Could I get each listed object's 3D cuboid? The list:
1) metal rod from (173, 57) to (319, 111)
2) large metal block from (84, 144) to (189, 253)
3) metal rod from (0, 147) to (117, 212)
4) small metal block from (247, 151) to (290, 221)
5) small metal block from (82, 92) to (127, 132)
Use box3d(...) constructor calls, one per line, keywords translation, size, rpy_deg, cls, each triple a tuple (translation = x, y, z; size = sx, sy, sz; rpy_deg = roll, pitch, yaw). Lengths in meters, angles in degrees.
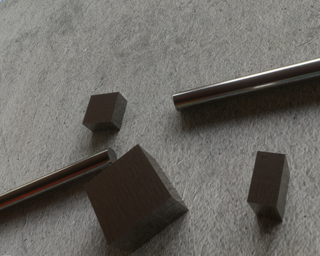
box3d(translation=(0.160, -0.063, 0.358), size=(0.301, 0.025, 0.025), rpy_deg=(-12, 57, 21), cls="metal rod")
box3d(translation=(-0.028, 0.079, 0.353), size=(0.080, 0.050, 0.080), rpy_deg=(-38, 51, 2), cls="large metal block")
box3d(translation=(-0.197, 0.095, 0.446), size=(0.301, 0.025, 0.025), rpy_deg=(-23, 53, 13), cls="metal rod")
box3d(translation=(0.106, 0.056, 0.297), size=(0.025, 0.050, 0.050), rpy_deg=(5, 64, 30), cls="small metal block")
box3d(translation=(-0.081, -0.023, 0.459), size=(0.050, 0.025, 0.050), rpy_deg=(-4, 60, 26), cls="small metal block")
